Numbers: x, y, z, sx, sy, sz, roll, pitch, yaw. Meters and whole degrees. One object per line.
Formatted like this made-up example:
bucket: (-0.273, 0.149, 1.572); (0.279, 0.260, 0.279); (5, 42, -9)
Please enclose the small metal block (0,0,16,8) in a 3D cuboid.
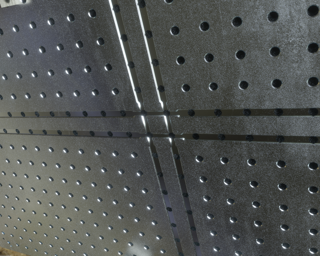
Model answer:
small metal block: (-0.228, -0.190, 0.414); (0.050, 0.025, 0.050); (10, 123, 23)
